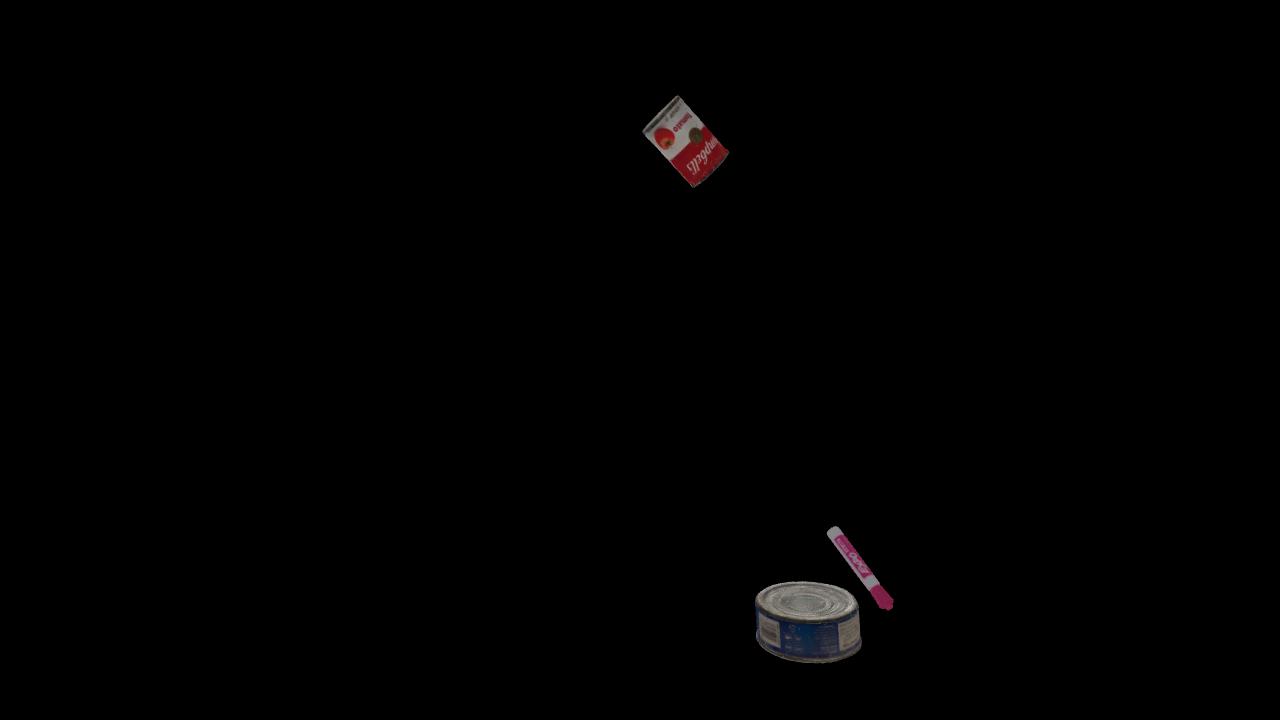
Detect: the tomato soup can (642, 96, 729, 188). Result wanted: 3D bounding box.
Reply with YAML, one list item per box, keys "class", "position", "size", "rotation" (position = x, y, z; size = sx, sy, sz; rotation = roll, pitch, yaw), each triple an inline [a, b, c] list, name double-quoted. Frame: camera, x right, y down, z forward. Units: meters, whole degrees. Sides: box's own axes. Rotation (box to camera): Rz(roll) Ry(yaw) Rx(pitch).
- class: "tomato soup can"
  position: [0.061, -0.292, 0.823]
  size: [0.101, 0.068, 0.068]
  rotation: [44, -14, -16]

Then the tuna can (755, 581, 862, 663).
- class: "tuna can"
  position: [0.137, 0.212, 0.505]
  size: [0.084, 0.034, 0.084]
  rotation: [-4, 0, 0]

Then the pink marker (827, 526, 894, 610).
- class: "pink marker"
  position: [0.276, 0.261, 0.774]
  size: [0.020, 0.020, 0.121]
  rotation: [0, 33, -23]
